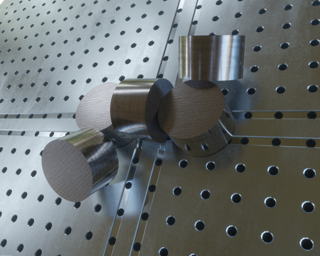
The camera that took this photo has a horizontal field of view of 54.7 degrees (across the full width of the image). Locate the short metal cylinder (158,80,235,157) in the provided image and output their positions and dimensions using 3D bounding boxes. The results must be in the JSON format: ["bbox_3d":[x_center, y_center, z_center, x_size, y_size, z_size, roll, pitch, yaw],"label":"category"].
[{"bbox_3d":[0.045,-0.012,0.374,0.080,0.050,0.080,-13,56,20],"label":"short metal cylinder"}]

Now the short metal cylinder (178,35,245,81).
[{"bbox_3d":[0.063,-0.088,0.385,0.080,0.081,0.050,9,108,32],"label":"short metal cylinder"}]

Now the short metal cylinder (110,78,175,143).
[{"bbox_3d":[-0.018,-0.023,0.395,0.050,0.080,0.080,5,64,30],"label":"short metal cylinder"}]

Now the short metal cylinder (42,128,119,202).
[{"bbox_3d":[-0.100,0.045,0.389,0.080,0.050,0.079,9,110,26],"label":"short metal cylinder"}]

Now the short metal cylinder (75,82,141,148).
[{"bbox_3d":[-0.070,-0.018,0.437,0.080,0.050,0.080,-13,56,20],"label":"short metal cylinder"}]
